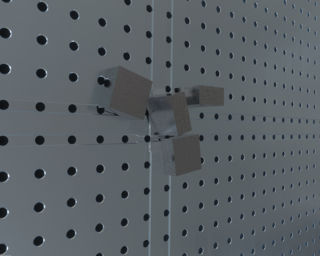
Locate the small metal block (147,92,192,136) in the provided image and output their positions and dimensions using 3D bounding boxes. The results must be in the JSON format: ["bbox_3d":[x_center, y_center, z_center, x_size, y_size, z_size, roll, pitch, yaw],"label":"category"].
[{"bbox_3d":[0.010,-0.018,0.400,0.025,0.050,0.050,-19,102,-38],"label":"small metal block"}]

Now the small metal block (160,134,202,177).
[{"bbox_3d":[0.030,0.036,0.433,0.050,0.025,0.050,-9,96,-40],"label":"small metal block"}]

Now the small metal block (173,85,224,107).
[{"bbox_3d":[0.054,-0.044,0.437,0.050,0.050,0.025,-1,91,-40],"label":"small metal block"}]

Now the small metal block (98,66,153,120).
[{"bbox_3d":[-0.041,-0.041,0.374,0.050,0.025,0.050,20,77,-38],"label":"small metal block"}]
